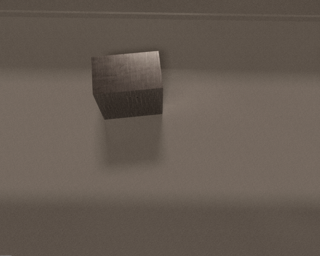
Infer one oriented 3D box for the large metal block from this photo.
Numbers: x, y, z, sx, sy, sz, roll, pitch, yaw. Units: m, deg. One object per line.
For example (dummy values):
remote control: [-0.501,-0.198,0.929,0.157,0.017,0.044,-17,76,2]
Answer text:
large metal block: [-0.039,-0.052,0.399,0.081,0.080,0.050,-6,70,-3]
